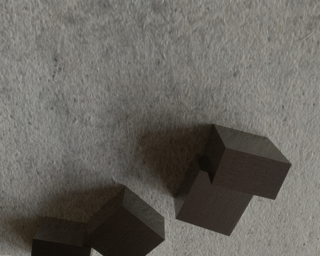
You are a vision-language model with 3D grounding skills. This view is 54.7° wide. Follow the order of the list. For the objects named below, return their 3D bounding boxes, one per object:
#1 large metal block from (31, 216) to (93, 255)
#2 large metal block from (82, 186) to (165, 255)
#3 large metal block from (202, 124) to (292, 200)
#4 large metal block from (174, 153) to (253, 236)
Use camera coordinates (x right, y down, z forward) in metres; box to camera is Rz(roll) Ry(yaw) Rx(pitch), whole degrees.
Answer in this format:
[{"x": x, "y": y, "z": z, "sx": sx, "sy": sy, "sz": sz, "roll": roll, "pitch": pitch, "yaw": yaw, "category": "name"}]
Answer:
[{"x": -0.143, "y": 0.187, "z": 0.463, "sx": 0.081, "sy": 0.050, "sz": 0.079, "roll": 12, "pitch": 110, "yaw": -5, "category": "large metal block"}, {"x": -0.050, "y": 0.146, "z": 0.450, "sx": 0.080, "sy": 0.050, "sz": 0.080, "roll": -43, "pitch": 105, "yaw": 14, "category": "large metal block"}, {"x": 0.106, "y": 0.040, "z": 0.397, "sx": 0.081, "sy": 0.080, "sz": 0.050, "roll": 14, "pitch": 109, "yaw": -6, "category": "large metal block"}, {"x": 0.073, "y": 0.093, "z": 0.432, "sx": 0.080, "sy": 0.050, "sz": 0.079, "roll": 20, "pitch": 109, "yaw": -8, "category": "large metal block"}]
